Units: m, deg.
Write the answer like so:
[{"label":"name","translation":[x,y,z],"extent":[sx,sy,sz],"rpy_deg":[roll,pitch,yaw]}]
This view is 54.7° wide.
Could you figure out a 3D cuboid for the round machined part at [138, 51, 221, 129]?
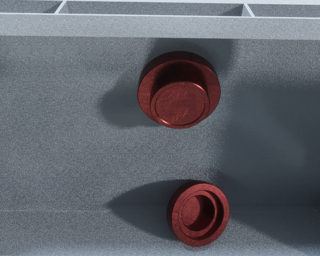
[{"label":"round machined part","translation":[0.023,-0.037,0.366],"extent":[0.099,0.042,0.097],"rpy_deg":[0,130,0]}]

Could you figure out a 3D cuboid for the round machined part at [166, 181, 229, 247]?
[{"label":"round machined part","translation":[0.056,0.131,0.488],"extent":[0.099,0.042,0.097],"rpy_deg":[-1,92,-20]}]
